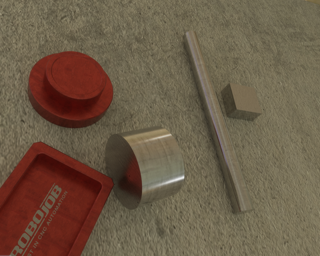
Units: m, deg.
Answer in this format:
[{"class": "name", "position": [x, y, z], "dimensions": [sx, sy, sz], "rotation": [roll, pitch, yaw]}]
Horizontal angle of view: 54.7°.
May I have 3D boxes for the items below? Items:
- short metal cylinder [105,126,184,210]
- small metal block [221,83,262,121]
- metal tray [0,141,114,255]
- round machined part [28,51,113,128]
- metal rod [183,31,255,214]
[{"class": "short metal cylinder", "position": [-0.019, 0.041, 0.333], "dimensions": [0.050, 0.080, 0.080], "rotation": [-12, 68, -33]}, {"class": "small metal block", "position": [0.131, -0.041, 0.499], "dimensions": [0.050, 0.025, 0.050], "rotation": [7, 59, -25]}, {"class": "metal tray", "position": [-0.111, 0.087, 0.287], "dimensions": [0.090, 0.030, 0.130], "rotation": [30, 52, -9]}, {"class": "round machined part", "position": [-0.103, -0.052, 0.369], "dimensions": [0.099, 0.042, 0.098], "rotation": [14, 56, -21]}, {"class": "metal rod", "position": [0.080, -0.024, 0.461], "dimensions": [0.025, 0.025, 0.299], "rotation": [2, 61, -27]}]
